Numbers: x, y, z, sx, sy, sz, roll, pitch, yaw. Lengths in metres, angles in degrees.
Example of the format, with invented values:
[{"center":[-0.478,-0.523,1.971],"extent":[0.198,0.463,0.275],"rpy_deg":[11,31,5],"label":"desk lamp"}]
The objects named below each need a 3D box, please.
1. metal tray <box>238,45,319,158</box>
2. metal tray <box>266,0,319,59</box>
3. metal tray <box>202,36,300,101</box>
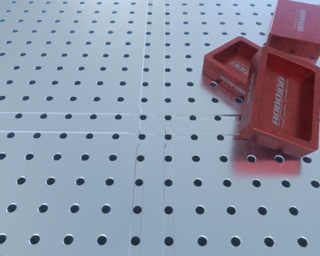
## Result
[{"center":[0.158,-0.036,0.401],"extent":[0.091,0.030,0.130],"rpy_deg":[20,64,-7],"label":"metal tray"},{"center":[0.249,-0.184,0.562],"extent":[0.090,0.030,0.130],"rpy_deg":[16,52,12],"label":"metal tray"},{"center":[0.142,-0.086,0.478],"extent":[0.091,0.030,0.130],"rpy_deg":[-33,58,-25],"label":"metal tray"}]
